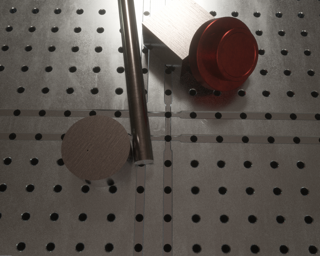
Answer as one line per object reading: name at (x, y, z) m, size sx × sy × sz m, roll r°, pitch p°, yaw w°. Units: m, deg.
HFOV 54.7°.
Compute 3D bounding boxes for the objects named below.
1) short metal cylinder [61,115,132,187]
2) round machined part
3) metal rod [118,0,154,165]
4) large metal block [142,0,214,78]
short metal cylinder at (-0.075, 0.030, 0.387) m, size 0.081 × 0.050 × 0.080 m, roll 0°, pitch 70°, yaw 0°
round machined part at (0.091, -0.097, 0.411) m, size 0.099 × 0.042 × 0.097 m, roll -7°, pitch 105°, yaw -26°
metal rod at (-0.039, -0.096, 0.446) m, size 0.025 × 0.025 × 0.299 m, roll -7°, pitch 70°, yaw -3°
large metal block at (0.032, -0.134, 0.448) m, size 0.080 × 0.050 × 0.080 m, roll -41°, pitch 75°, yaw -14°
